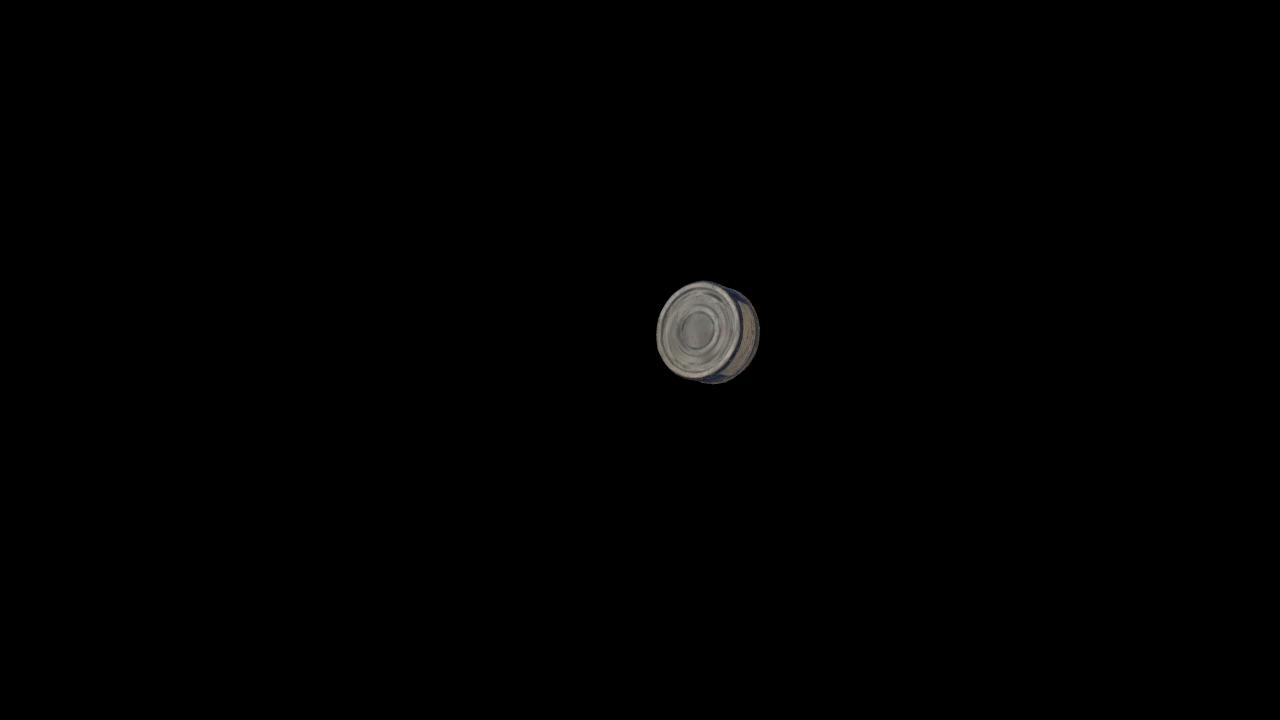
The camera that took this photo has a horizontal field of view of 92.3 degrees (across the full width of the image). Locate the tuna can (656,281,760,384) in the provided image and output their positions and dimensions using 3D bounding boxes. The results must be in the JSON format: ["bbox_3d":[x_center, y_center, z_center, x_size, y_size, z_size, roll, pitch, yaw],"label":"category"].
[{"bbox_3d":[0.055,-0.023,0.514,0.084,0.084,0.034,0,-6,37],"label":"tuna can"}]
